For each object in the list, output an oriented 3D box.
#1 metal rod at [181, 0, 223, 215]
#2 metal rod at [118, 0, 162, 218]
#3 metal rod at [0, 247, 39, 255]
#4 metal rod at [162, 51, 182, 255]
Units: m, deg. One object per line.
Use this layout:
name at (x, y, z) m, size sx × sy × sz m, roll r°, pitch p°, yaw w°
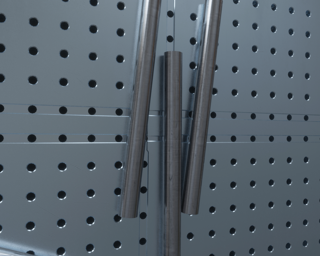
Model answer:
metal rod at (0.059, -0.032, 0.433) m, size 0.025 × 0.025 × 0.299 m, roll 8°, pitch 87°, yaw -20°
metal rod at (-0.025, -0.036, 0.403) m, size 0.025 × 0.025 × 0.299 m, roll 7°, pitch 88°, yaw -20°
metal rod at (-0.114, 0.175, 0.370) m, size 0.302 × 0.025 × 0.025 m, roll 23°, pitch 83°, yaw -19°
metal rod at (0.017, 0.048, 0.418) m, size 0.025 × 0.025 × 0.298 m, roll 0°, pitch 90°, yaw -20°
